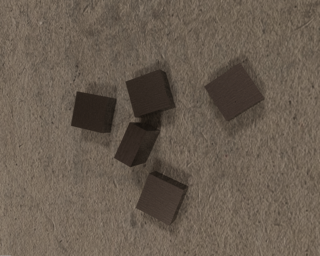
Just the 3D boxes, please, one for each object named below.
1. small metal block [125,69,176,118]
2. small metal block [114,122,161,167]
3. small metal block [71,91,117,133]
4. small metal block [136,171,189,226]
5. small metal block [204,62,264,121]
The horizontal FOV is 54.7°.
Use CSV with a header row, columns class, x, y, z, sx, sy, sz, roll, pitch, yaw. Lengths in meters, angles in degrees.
class,x,y,z,sx,sy,sz,roll,pitch,yaw
small metal block,-0.012,-0.045,0.413,0.050,0.025,0.050,-17,85,19
small metal block,-0.028,0.020,0.405,0.025,0.050,0.050,27,99,17
small metal block,-0.094,-0.022,0.441,0.050,0.025,0.050,12,94,19
small metal block,0.003,0.091,0.407,0.050,0.025,0.050,23,97,18
small metal block,0.091,-0.043,0.377,0.050,0.025,0.050,-34,80,16
